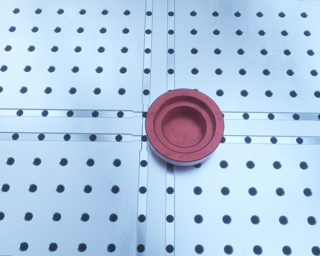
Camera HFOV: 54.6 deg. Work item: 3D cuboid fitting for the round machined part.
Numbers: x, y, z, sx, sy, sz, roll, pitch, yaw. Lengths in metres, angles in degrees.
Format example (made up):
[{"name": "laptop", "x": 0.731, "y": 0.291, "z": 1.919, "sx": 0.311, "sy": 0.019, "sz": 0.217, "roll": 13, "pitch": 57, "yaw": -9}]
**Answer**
[{"name": "round machined part", "x": 0.031, "y": 0.002, "z": 0.402, "sx": 0.099, "sy": 0.042, "sz": 0.098, "roll": 0, "pitch": 70, "yaw": 0}]
